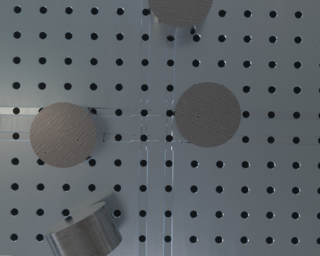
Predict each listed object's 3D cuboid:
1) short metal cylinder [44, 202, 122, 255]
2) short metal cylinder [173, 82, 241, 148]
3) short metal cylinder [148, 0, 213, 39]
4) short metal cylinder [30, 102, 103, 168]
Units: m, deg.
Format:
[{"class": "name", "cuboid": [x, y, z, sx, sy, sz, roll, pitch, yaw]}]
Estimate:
[{"class": "short metal cylinder", "cuboid": [-0.094, 0.134, 0.385, 0.080, 0.080, 0.050, -25, 90, 0]}, {"class": "short metal cylinder", "cuboid": [0.058, -0.016, 0.401, 0.081, 0.050, 0.079, 0, 90, 0]}, {"class": "short metal cylinder", "cuboid": [0.025, -0.162, 0.401, 0.081, 0.050, 0.079, 0, 90, 0]}, {"class": "short metal cylinder", "cuboid": [-0.117, 0.008, 0.400, 0.081, 0.050, 0.079, 0, 90, 0]}]
